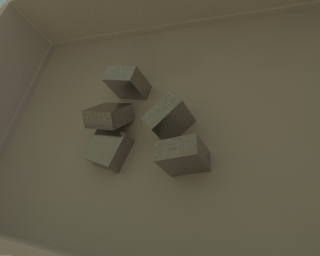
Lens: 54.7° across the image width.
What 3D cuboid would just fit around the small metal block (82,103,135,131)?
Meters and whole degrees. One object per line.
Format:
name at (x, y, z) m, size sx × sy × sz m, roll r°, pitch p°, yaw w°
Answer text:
small metal block at (-0.072, -0.017, 0.434) m, size 0.050 × 0.025 × 0.050 m, roll 4°, pitch 19°, yaw 29°

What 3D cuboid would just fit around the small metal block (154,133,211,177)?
small metal block at (0.027, 0.033, 0.355) m, size 0.050 × 0.050 × 0.025 m, roll -12°, pitch 57°, yaw 21°

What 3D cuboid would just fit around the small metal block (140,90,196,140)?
small metal block at (0.012, -0.010, 0.389) m, size 0.050 × 0.050 × 0.025 m, roll -44°, pitch 51°, yaw -2°

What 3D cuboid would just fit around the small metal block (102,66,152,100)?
small metal block at (-0.048, -0.066, 0.453) m, size 0.050 × 0.050 × 0.025 m, roll 7°, pitch 65°, yaw 31°

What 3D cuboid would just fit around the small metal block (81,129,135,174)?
small metal block at (-0.070, 0.029, 0.423) m, size 0.050 × 0.025 × 0.050 m, roll 14°, pitch 69°, yaw 33°
